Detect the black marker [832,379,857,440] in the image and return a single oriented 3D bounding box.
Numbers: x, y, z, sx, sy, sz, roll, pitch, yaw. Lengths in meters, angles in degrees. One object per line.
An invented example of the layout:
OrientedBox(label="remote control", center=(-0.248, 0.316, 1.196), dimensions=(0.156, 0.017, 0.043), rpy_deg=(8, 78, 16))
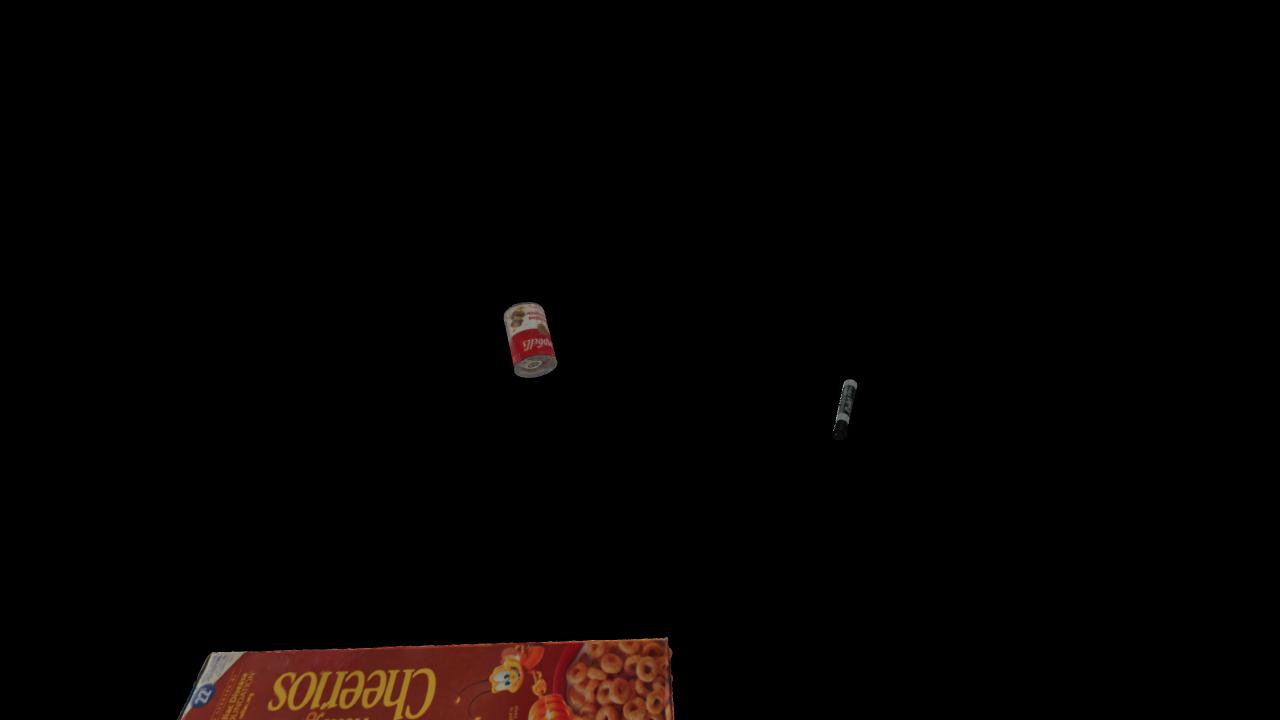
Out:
OrientedBox(label="black marker", center=(0.281, 0.068, 0.842), dimensions=(0.020, 0.020, 0.121), rpy_deg=(0, 33, 27))

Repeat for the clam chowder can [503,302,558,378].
OrientedBox(label="clam chowder can", center=(-0.174, -0.032, 0.970), dimensions=(0.068, 0.102, 0.068), rpy_deg=(-15, -26, -7))

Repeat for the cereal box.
OrientedBox(label="cereal box", center=(-0.129, 0.280, 0.439), dimensions=(0.306, 0.203, 0.081), rpy_deg=(-2, 40, 1))
